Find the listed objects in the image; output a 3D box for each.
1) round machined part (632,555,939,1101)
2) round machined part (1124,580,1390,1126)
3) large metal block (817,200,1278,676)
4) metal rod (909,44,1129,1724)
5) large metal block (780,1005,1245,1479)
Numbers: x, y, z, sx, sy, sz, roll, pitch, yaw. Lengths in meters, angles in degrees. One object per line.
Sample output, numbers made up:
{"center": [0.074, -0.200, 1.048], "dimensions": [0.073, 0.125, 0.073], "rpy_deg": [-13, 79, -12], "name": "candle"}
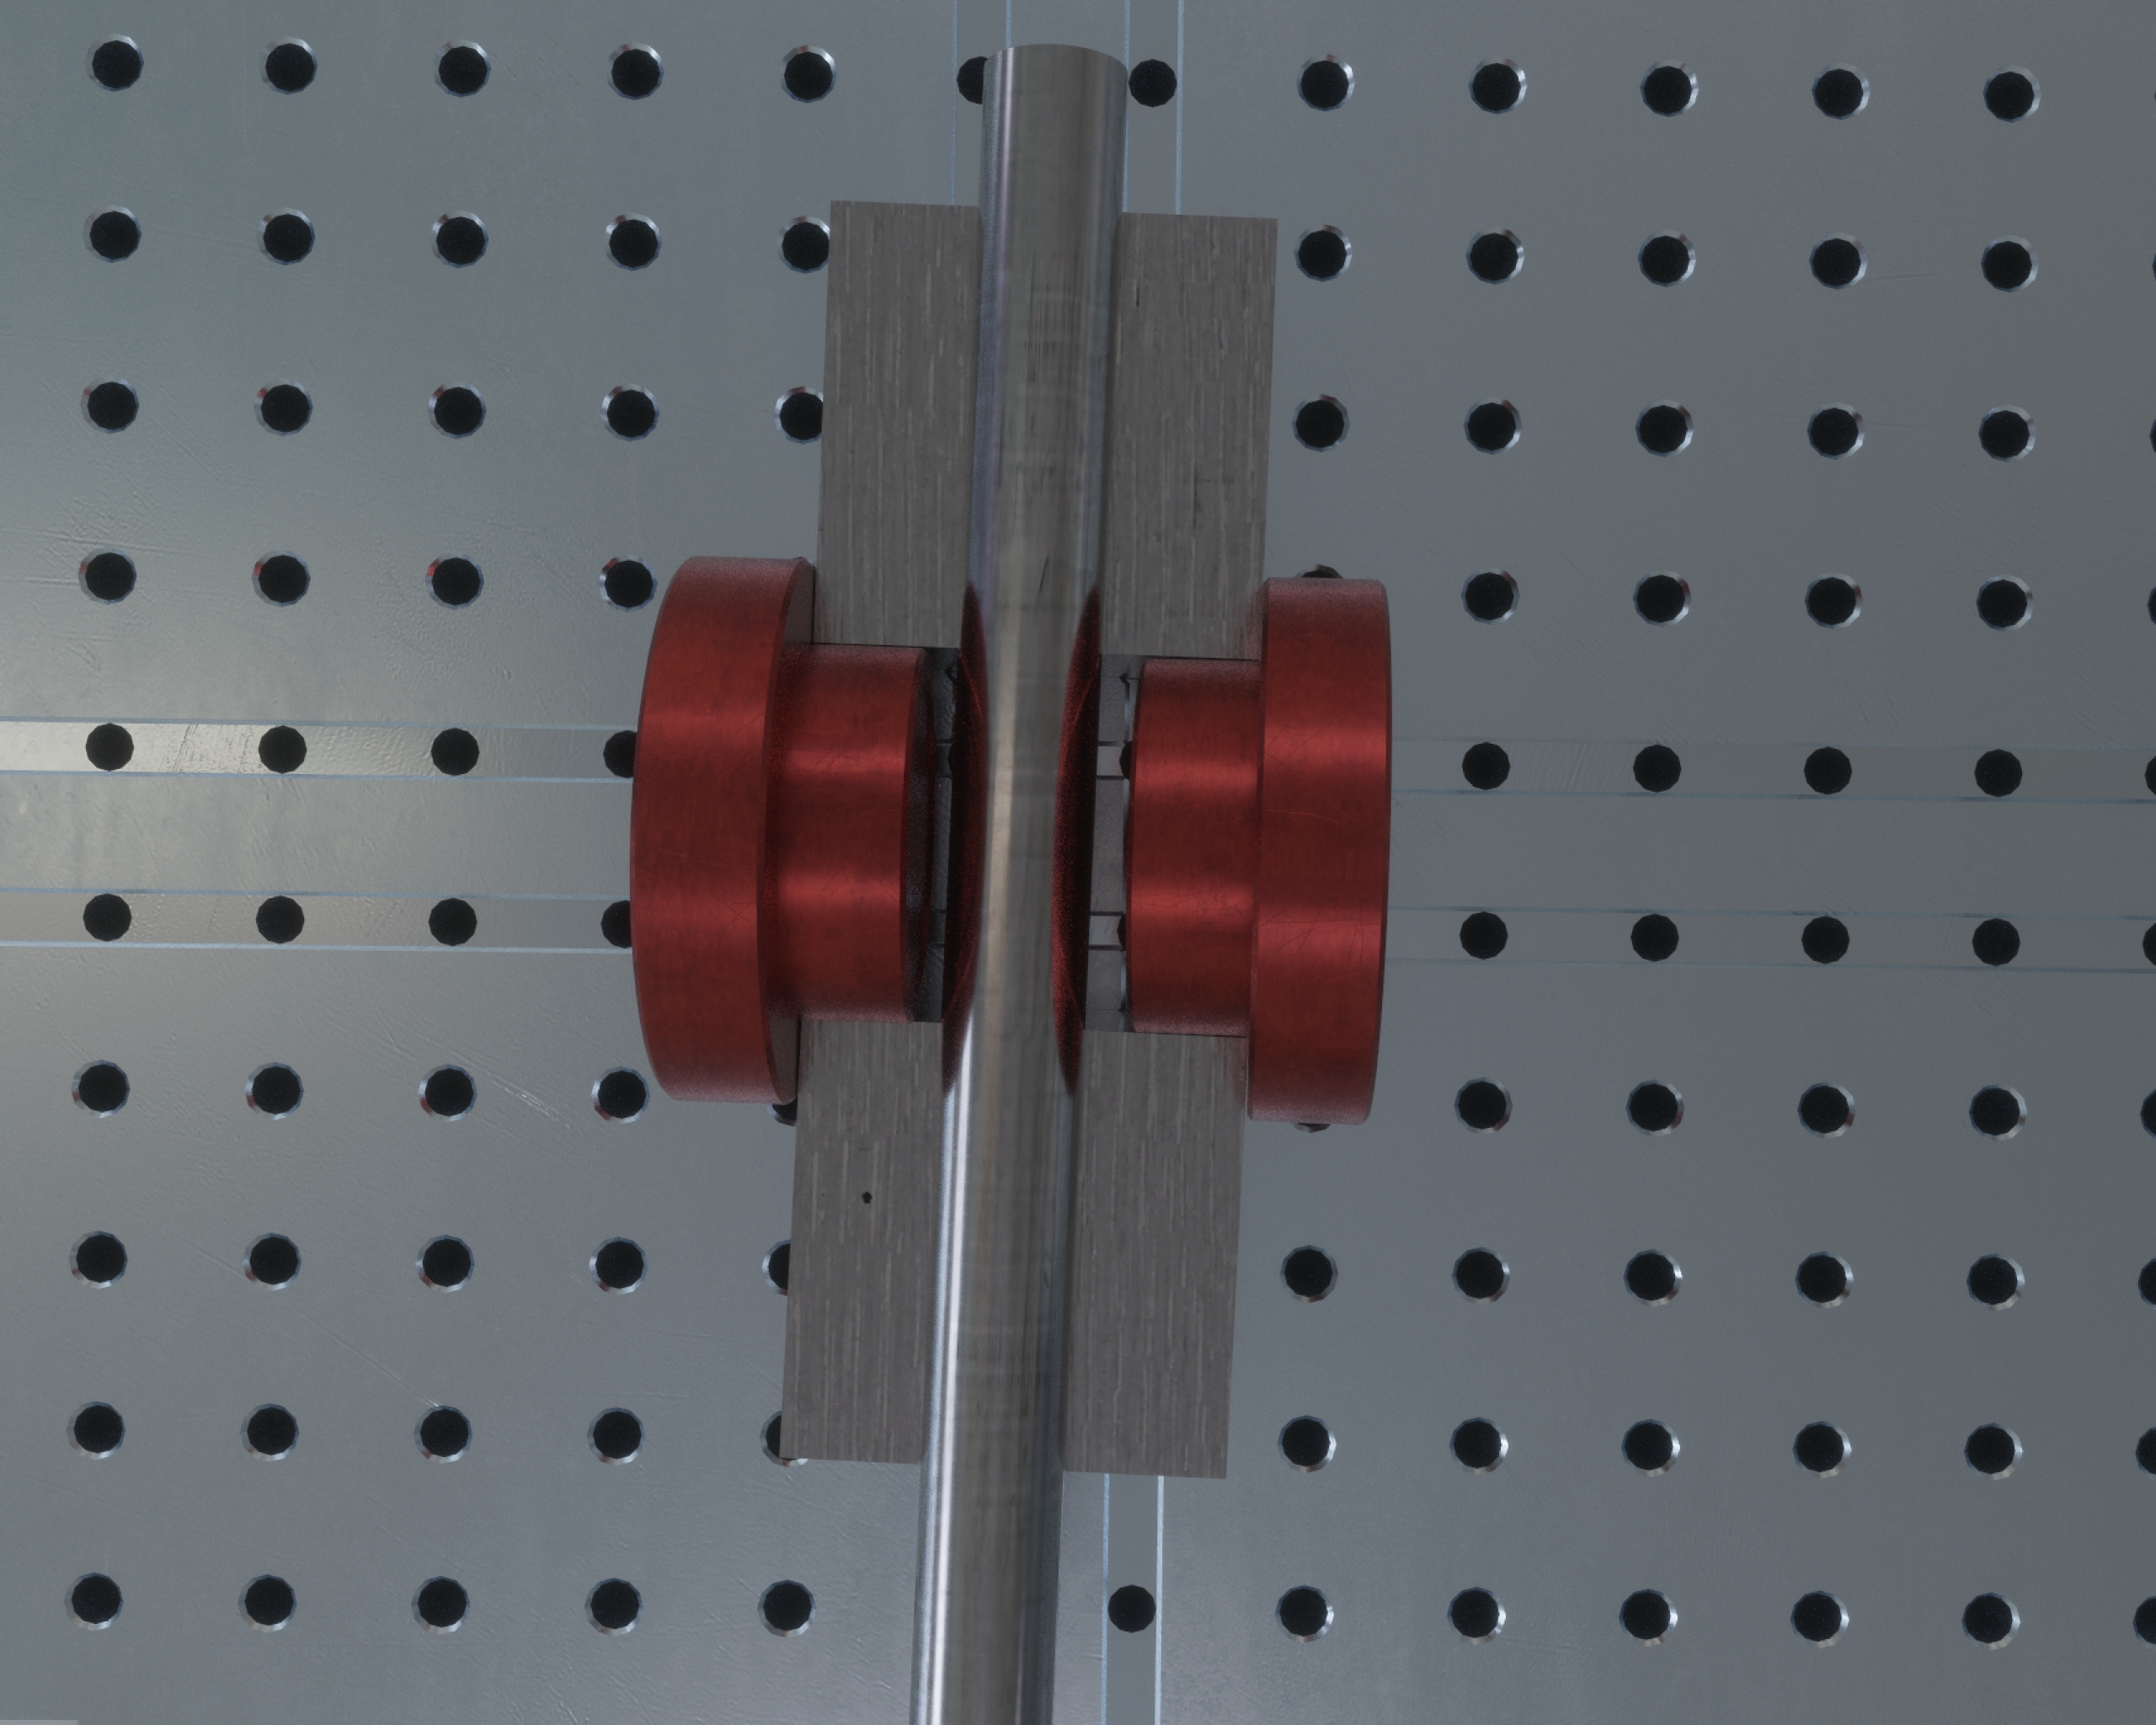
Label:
{"center": [-0.049, -0.006, 0.376], "dimensions": [0.042, 0.098, 0.097], "rpy_deg": [2, 90, 0], "name": "round machined part"}
{"center": [0.032, -0.002, 0.377], "dimensions": [0.042, 0.098, 0.097], "rpy_deg": [2, 90, 5], "name": "round machined part"}
{"center": [-0.006, -0.078, 0.400], "dimensions": [0.081, 0.050, 0.079], "rpy_deg": [2, 90, 0], "name": "large metal block"}
{"center": [-0.010, 0.011, 0.363], "dimensions": [0.025, 0.025, 0.298], "rpy_deg": [3, 90, 0], "name": "metal rod"}
{"center": [-0.011, 0.069, 0.400], "dimensions": [0.081, 0.050, 0.080], "rpy_deg": [3, 90, 0], "name": "large metal block"}
